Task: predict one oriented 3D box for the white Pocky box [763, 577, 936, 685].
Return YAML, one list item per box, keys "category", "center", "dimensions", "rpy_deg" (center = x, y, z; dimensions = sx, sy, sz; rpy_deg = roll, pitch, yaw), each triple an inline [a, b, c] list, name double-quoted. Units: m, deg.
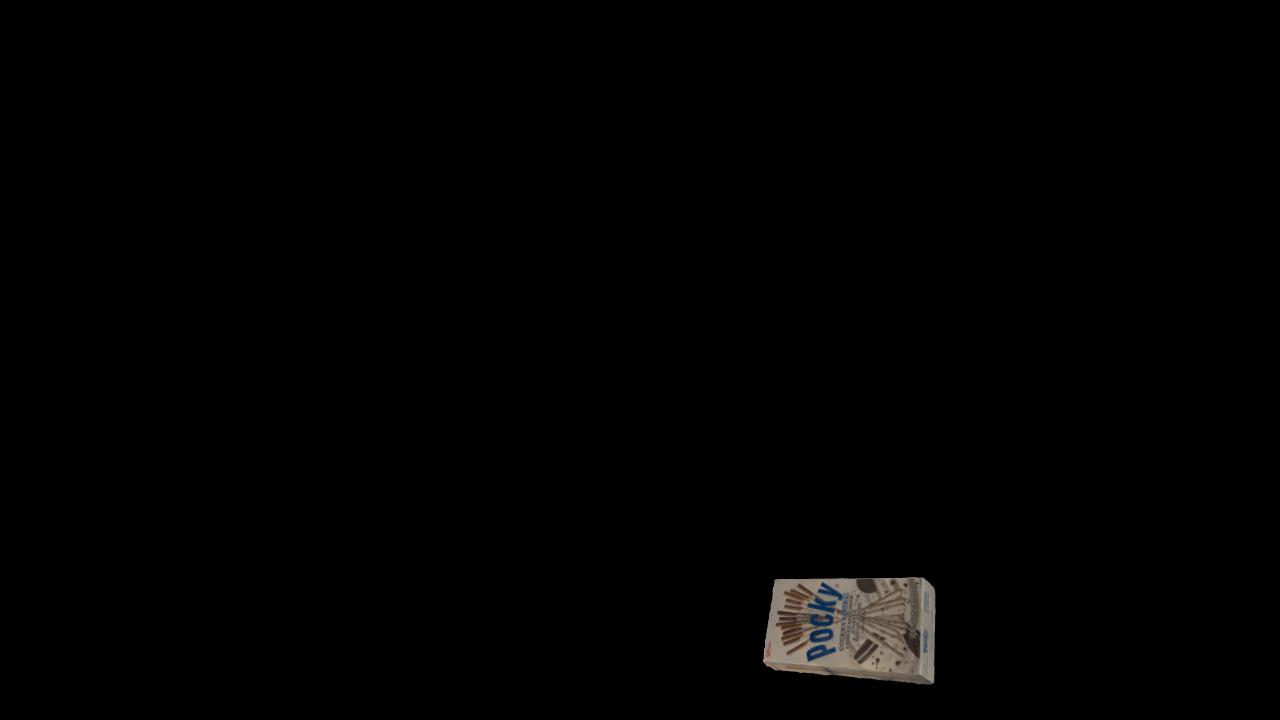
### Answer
- category: "white Pocky box"
  center: [0.187, 0.243, 0.561]
  dimensions: [0.154, 0.084, 0.028]
  rpy_deg: [-20, -51, 42]
